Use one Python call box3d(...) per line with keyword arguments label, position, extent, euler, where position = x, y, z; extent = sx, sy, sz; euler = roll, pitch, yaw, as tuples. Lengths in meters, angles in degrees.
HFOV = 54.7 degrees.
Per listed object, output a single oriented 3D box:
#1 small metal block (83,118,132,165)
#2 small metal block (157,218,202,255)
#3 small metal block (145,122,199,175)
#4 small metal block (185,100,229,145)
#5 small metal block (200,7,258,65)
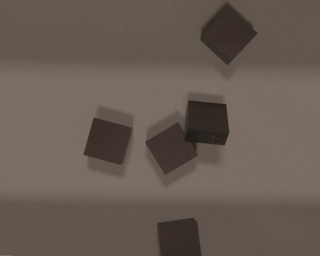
box3d(label="small metal block", position=(-0.068, 0.017, 0.411), extent=(0.050, 0.025, 0.050), euler=(15, 90, -1))
box3d(label="small metal block", position=(0.025, 0.150, 0.408), extent=(0.050, 0.025, 0.050), euler=(-6, 86, -5))
box3d(label="small metal block", position=(0.015, 0.027, 0.412), extent=(0.050, 0.025, 0.050), euler=(-31, 90, 0))
box3d(label="small metal block", position=(0.059, -0.007, 0.399), extent=(0.050, 0.025, 0.050), euler=(6, 48, -1))
box3d(label="small metal block", position=(0.091, -0.121, 0.413), extent=(0.050, 0.025, 0.050), euler=(43, 90, -1))
